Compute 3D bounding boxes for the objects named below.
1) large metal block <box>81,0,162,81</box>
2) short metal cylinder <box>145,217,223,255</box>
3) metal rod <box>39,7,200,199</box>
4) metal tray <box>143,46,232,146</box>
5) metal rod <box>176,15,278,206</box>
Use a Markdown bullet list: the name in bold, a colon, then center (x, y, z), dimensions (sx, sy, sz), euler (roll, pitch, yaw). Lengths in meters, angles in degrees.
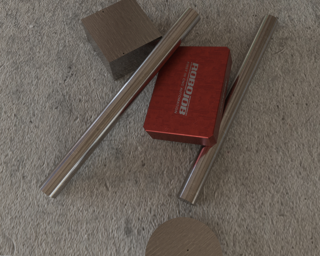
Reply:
- **large metal block**: center (-0.053, -0.127, 0.441), dimensions (0.080, 0.050, 0.080), euler (-30, 73, -11)
- **short metal cylinder**: center (0.025, 0.142, 0.343), dimensions (0.081, 0.050, 0.080), euler (0, 70, 0)
- **metal rod**: center (-0.046, -0.038, 0.401), dimensions (0.025, 0.025, 0.300), euler (36, 81, 12)
- **metal tray**: center (0.039, -0.046, 0.408), dimensions (0.090, 0.030, 0.130), euler (7, 69, 21)
- **metal rod**: center (0.099, -0.036, 0.422), dimensions (0.025, 0.025, 0.300), euler (26, 72, 8)
